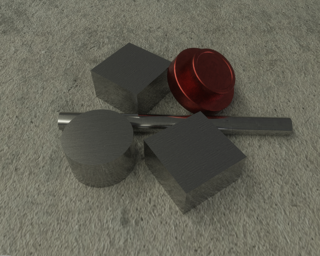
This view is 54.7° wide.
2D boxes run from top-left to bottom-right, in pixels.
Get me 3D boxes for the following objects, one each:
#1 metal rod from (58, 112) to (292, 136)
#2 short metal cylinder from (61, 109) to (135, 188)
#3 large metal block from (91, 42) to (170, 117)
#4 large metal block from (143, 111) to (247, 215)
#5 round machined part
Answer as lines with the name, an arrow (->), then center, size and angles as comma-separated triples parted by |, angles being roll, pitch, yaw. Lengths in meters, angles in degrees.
metal rod -> 0.019, -0.005, 0.411 | 0.302, 0.025, 0.025 | 1, 50, 0
short metal cylinder -> -0.070, 0.024, 0.367 | 0.081, 0.050, 0.080 | 0, 50, 0
large metal block -> -0.037, -0.068, 0.443 | 0.080, 0.050, 0.080 | 30, 56, 22
large metal block -> 0.037, 0.038, 0.357 | 0.081, 0.050, 0.080 | -27, 55, -21
round machined part -> 0.063, -0.068, 0.421 | 0.099, 0.042, 0.098 | 12, 63, -25
